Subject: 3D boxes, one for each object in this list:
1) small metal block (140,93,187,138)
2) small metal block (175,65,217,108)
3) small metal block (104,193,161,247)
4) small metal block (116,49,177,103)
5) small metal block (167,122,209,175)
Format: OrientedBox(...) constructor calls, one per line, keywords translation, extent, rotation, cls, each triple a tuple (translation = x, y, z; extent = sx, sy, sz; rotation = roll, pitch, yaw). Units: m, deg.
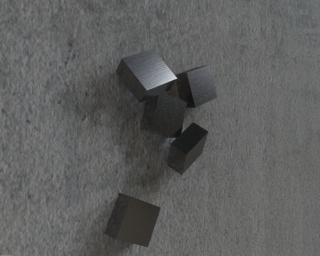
OrientedBox(translation=(0.005, -0.016, 0.411), extent=(0.050, 0.025, 0.050), rotation=(18, 79, -39), cls="small metal block")
OrientedBox(translation=(0.053, -0.061, 0.451), extent=(0.050, 0.025, 0.050), rotation=(-25, 106, -37), cls="small metal block")
OrientedBox(translation=(-0.032, 0.113, 0.380), extent=(0.050, 0.025, 0.050), rotation=(31, 71, -36), cls="small metal block")
OrientedBox(translation=(-0.016, -0.064, 0.378), extent=(0.050, 0.025, 0.050), rotation=(-28, 75, -37), cls="small metal block")
OrientedBox(translation=(0.037, 0.028, 0.422), extent=(0.050, 0.025, 0.050), rotation=(-42, 155, -32), cls="small metal block")
